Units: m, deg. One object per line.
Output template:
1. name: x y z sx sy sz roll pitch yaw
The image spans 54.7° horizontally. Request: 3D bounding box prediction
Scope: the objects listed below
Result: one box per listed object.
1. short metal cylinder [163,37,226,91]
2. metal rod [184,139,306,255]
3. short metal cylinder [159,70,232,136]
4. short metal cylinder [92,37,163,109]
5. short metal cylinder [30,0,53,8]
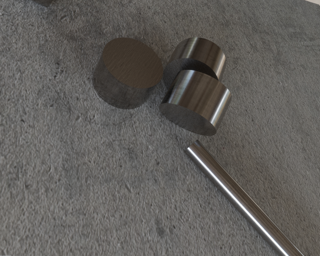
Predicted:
1. short metal cylinder: 0.050 -0.082 0.445 0.080 0.080 0.050 31 52 -9
2. metal rod: 0.141 0.133 0.398 0.300 0.025 0.025 48 51 5
3. short metal cylinder: 0.046 -0.031 0.404 0.080 0.080 0.050 30 75 -9
4. short metal cylinder: -0.043 -0.071 0.408 0.081 0.050 0.080 14 56 -21
5. short metal cylinder: -0.162 -0.209 0.409 0.050 0.080 0.080 22 54 -15
